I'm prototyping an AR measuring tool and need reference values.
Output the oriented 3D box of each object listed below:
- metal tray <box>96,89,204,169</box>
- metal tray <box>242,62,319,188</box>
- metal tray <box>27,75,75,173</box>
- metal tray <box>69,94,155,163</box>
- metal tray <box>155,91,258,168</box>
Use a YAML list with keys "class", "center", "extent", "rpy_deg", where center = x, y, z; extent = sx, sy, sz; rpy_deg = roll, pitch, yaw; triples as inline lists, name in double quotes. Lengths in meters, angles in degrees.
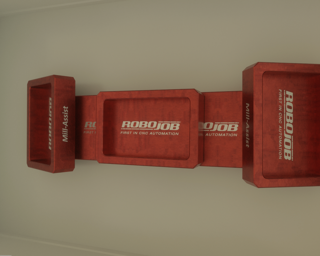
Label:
- class: "metal tray"
  center: [-0.014, 0.000, 0.379]
  extent: [0.130, 0.030, 0.089]
  rpy_deg: [1, 90, 20]
- class: "metal tray"
  center: [0.138, -0.003, 0.337]
  extent: [0.091, 0.030, 0.129]
  rpy_deg: [0, 90, -9]
- class: "metal tray"
  center: [-0.157, -0.006, 0.443]
  extent: [0.090, 0.030, 0.129]
  rpy_deg: [1, 90, 45]
- class: "metal tray"
  center: [-0.063, 0.000, 0.430]
  extent: [0.130, 0.030, 0.089]
  rpy_deg: [0, 90, 20]
- class: "metal tray"
  center: [0.059, 0.001, 0.386]
  extent: [0.130, 0.030, 0.089]
  rpy_deg: [0, 90, 20]
